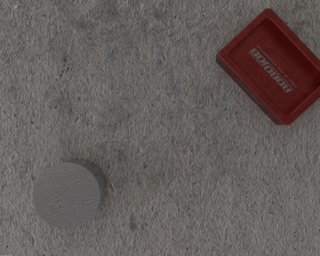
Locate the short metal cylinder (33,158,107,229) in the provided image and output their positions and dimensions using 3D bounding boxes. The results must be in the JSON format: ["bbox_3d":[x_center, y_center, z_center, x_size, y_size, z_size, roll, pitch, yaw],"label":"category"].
[{"bbox_3d":[-0.112,0.081,0.397,0.081,0.050,0.080,0,90,0],"label":"short metal cylinder"}]

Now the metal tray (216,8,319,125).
[{"bbox_3d":[0.150,-0.078,0.408,0.090,0.030,0.130,-43,90,0],"label":"metal tray"}]
